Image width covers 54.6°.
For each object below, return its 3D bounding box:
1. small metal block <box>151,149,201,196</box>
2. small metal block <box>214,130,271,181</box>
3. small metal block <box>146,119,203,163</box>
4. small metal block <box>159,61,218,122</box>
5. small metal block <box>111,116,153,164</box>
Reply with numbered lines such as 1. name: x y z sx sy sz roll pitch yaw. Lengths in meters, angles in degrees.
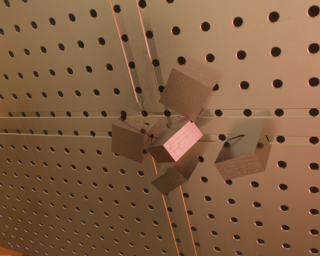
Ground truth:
1. small metal block: 0.022 0.058 0.420 0.025 0.050 0.050 46 129 -4
2. small metal block: 0.098 0.032 0.363 0.050 0.050 0.025 -22 106 36
3. small metal block: 0.017 0.017 0.386 0.025 0.050 0.050 53 155 -10
4. small metal block: 0.033 -0.043 0.368 0.050 0.025 0.050 30 128 8
5. small metal block: -0.041 0.016 0.444 0.050 0.025 0.050 19 126 17
